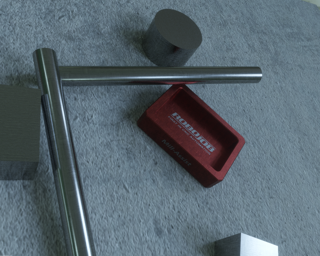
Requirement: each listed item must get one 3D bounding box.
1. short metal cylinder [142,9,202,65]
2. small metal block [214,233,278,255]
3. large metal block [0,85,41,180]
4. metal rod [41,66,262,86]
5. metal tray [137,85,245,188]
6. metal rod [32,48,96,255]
[{"bbox_3d":[0.018,-0.137,0.483,0.081,0.050,0.080,14,56,-21],"label":"short metal cylinder"},{"bbox_3d":[0.097,0.145,0.354,0.050,0.050,0.025,24,53,-14],"label":"small metal block"},{"bbox_3d":[-0.162,0.004,0.299,0.081,0.050,0.080,5,60,-26],"label":"large metal block"},{"bbox_3d":[0.003,-0.071,0.416,0.303,0.025,0.025,-4,63,-19],"label":"metal rod"},{"bbox_3d":[0.045,0.006,0.422,0.130,0.030,0.090,42,51,1],"label":"metal tray"},{"bbox_3d":[-0.091,0.054,0.306,0.025,0.025,0.299,-6,70,-31],"label":"metal rod"}]
